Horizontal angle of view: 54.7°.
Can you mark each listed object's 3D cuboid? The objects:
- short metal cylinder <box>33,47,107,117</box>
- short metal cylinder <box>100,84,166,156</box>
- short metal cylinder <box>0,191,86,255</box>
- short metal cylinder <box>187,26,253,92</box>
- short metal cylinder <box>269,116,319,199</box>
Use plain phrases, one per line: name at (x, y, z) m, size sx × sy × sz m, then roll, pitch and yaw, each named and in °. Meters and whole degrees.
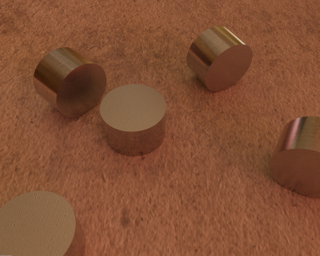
short metal cylinder at (-0.120, -0.061, 0.417) m, size 0.050 × 0.080 × 0.080 m, roll 35°, pitch 58°, yaw 25°
short metal cylinder at (-0.033, -0.011, 0.396) m, size 0.081 × 0.050 × 0.080 m, roll 0°, pitch 50°, yaw 0°
short metal cylinder at (-0.116, 0.108, 0.295) m, size 0.081 × 0.050 × 0.080 m, roll 0°, pitch 50°, yaw 0°
short metal cylinder at (0.087, -0.100, 0.453) m, size 0.081 × 0.080 × 0.050 m, roll -22°, pitch 54°, yaw -18°
short metal cylinder at (0.169, 0.033, 0.342) m, size 0.080 × 0.080 × 0.050 m, roll 23°, pitch 54°, yaw 17°
